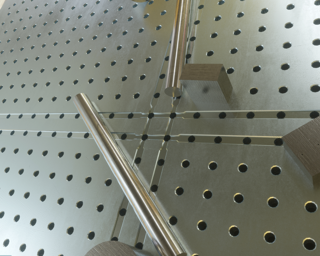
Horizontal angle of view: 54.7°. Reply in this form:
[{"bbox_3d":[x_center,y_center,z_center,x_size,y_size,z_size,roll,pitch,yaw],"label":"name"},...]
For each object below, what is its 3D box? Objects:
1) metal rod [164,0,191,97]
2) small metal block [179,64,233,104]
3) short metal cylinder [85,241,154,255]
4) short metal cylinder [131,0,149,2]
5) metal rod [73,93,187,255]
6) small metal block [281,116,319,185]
[{"bbox_3d":[0.036,-0.181,0.500,0.025,0.025,0.299,-7,59,25],"label":"metal rod"},{"bbox_3d":[0.060,-0.056,0.396,0.050,0.050,0.025,7,66,31],"label":"small metal block"},{"bbox_3d":[-0.041,0.161,0.315,0.080,0.050,0.080,-13,56,21],"label":"short metal cylinder"},{"bbox_3d":[-0.041,-0.280,0.566,0.080,0.080,0.050,-35,51,5],"label":"short metal cylinder"},{"bbox_3d":[-0.056,0.044,0.410,0.025,0.025,0.300,-40,51,1],"label":"metal rod"},{"bbox_3d":[0.160,0.021,0.311,0.050,0.025,0.050,-31,52,8],"label":"small metal block"}]
